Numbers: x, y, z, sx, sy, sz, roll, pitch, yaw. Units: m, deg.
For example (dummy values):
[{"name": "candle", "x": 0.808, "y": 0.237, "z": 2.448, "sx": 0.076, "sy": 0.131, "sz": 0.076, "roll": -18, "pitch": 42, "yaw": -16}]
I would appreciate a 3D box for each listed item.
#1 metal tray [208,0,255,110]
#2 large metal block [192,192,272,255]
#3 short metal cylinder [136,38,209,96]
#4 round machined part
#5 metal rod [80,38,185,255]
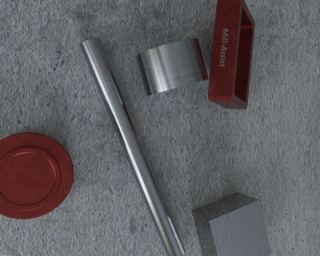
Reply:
[{"name": "metal tray", "x": 0.099, "y": -0.094, "z": 0.416, "sx": 0.090, "sy": 0.030, "sz": 0.129, "roll": 10, "pitch": 86, "yaw": -62}, {"name": "large metal block", "x": 0.100, "y": 0.146, "z": 0.435, "sx": 0.081, "sy": 0.050, "sz": 0.080, "roll": -16, "pitch": 96, "yaw": -20}, {"name": "short metal cylinder", "x": 0.015, "y": -0.074, "z": 0.386, "sx": 0.081, "sy": 0.080, "sz": 0.050, "roll": -18, "pitch": 96, "yaw": -20}, {"name": "round machined part", "x": -0.147, "y": 0.054, "z": 0.346, "sx": 0.099, "sy": 0.042, "sz": 0.097, "roll": 0, "pitch": 90, "yaw": -21}, {"name": "metal rod", "x": -0.032, "y": 0.032, "z": 0.398, "sx": 0.025, "sy": 0.025, "sz": 0.298, "roll": -24, "pitch": 98, "yaw": -19}]
